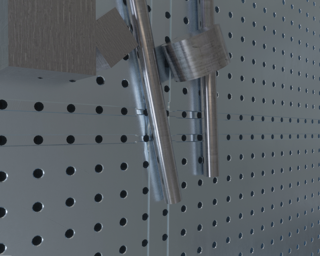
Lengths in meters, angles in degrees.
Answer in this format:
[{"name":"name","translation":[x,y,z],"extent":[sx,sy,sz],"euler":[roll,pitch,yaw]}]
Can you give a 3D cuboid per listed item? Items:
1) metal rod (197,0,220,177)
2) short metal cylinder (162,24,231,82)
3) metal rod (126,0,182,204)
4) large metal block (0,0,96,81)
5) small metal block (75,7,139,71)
[{"name":"metal rod","translation":[0.073,-0.076,0.470],"extent":[0.025,0.025,0.298],"euler":[-4,93,-40]},{"name":"short metal cylinder","translation":[0.048,-0.100,0.414],"extent":[0.081,0.080,0.050],"euler":[-35,112,-35]},{"name":"metal rod","translation":[-0.009,-0.046,0.402],"extent":[0.025,0.025,0.298],"euler":[-18,101,-39]},{"name":"large metal block","translation":[-0.111,-0.092,0.300],"extent":[0.081,0.050,0.079],"euler":[-1,91,-40]},{"name":"small metal block","translation":[-0.061,-0.102,0.358],"extent":[0.050,0.025,0.050],"euler":[-48,119,-29]}]
